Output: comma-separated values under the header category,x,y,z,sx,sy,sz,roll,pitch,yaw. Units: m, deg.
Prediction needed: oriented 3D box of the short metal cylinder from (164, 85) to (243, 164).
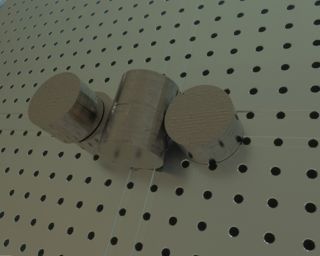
category,x,y,z,sx,sy,sz,roll,pitch,yaw
short metal cylinder,0.052,-0.004,0.366,0.080,0.050,0.080,-13,56,21

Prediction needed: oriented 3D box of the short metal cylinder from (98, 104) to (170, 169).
category,x,y,z,sx,sy,sz,roll,pitch,yaw
short metal cylinder,-0.030,0.013,0.381,0.080,0.080,0.050,-1,62,28

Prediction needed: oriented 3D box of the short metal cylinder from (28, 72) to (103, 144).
category,x,y,z,sx,sy,sz,roll,pitch,yaw
short metal cylinder,-0.123,-0.026,0.406,0.080,0.050,0.080,-13,56,21

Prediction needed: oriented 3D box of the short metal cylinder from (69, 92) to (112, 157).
category,x,y,z,sx,sy,sz,roll,pitch,yaw
short metal cylinder,-0.089,-0.005,0.442,0.080,0.050,0.080,-13,56,21

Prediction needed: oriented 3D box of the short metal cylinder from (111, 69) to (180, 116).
category,x,y,z,sx,sy,sz,roll,pitch,yaw
short metal cylinder,-0.019,-0.032,0.403,0.080,0.080,0.050,1,63,29
